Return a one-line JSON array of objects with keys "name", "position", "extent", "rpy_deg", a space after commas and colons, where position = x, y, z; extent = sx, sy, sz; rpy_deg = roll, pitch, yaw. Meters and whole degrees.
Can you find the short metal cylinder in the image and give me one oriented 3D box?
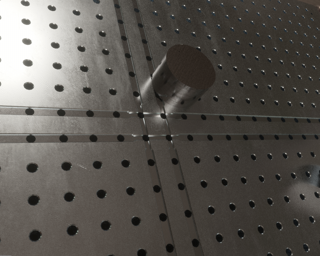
[{"name": "short metal cylinder", "position": [0.034, -0.076, 0.459], "extent": [0.081, 0.050, 0.080], "rpy_deg": [14, 56, -21]}]
